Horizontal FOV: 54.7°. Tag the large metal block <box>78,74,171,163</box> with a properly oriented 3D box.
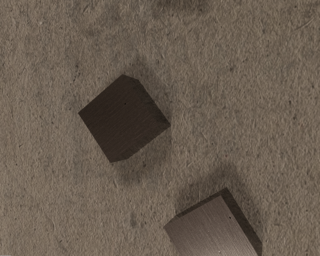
[{"bbox_3d":[-0.046,-0.012,0.411,0.080,0.050,0.080,-38,78,15],"label":"large metal block"}]

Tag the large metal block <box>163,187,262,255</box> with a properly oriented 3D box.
[{"bbox_3d":[0.065,0.130,0.373,0.080,0.050,0.080,-34,79,16],"label":"large metal block"}]
